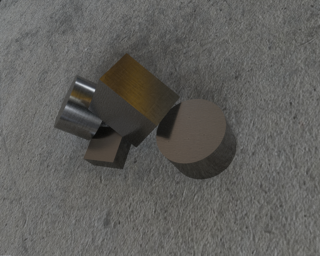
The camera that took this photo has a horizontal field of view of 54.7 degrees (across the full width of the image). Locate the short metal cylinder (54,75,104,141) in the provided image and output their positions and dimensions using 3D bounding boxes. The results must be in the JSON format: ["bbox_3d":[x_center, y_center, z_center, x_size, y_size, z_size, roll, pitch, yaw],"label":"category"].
[{"bbox_3d":[-0.110,-0.028,0.439,0.080,0.050,0.080,-49,27,37],"label":"short metal cylinder"}]

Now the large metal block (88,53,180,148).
[{"bbox_3d":[-0.035,-0.030,0.382,0.080,0.080,0.050,39,60,-3],"label":"large metal block"}]

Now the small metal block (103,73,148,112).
[{"bbox_3d":[-0.050,-0.052,0.462,0.050,0.025,0.050,-1,61,27],"label":"small metal block"}]

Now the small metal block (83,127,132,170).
[{"bbox_3d":[-0.069,0.026,0.423,0.050,0.025,0.050,3,63,29],"label":"small metal block"}]

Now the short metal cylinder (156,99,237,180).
[{"bbox_3d":[0.043,0.013,0.358,0.080,0.050,0.080,-13,56,20],"label":"short metal cylinder"}]
